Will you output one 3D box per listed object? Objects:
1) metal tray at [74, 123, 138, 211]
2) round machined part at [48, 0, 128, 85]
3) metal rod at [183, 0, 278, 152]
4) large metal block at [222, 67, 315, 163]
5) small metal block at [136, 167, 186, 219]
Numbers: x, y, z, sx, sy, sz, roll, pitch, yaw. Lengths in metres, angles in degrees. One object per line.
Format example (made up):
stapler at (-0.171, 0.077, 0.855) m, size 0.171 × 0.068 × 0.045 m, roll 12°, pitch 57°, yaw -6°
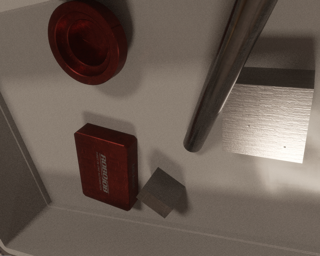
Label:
metal tray at (-0.082, 0.063, 0.485) m, size 0.090 × 0.030 × 0.129 m, roll 14°, pitch 124°, yaw 19°
round machined part at (-0.082, -0.105, 0.374) m, size 0.098 × 0.042 × 0.097 m, roll 13°, pitch 124°, yaw 20°
metal rod at (0.053, -0.044, 0.266) m, size 0.025 × 0.025 × 0.299 m, roll 29°, pitch 156°, yaw 9°
large metal block at (0.111, -0.016, 0.323) m, size 0.080 × 0.050 × 0.079 m, roll 8°, pitch 122°, yaw 23°
small metal block at (0.002, 0.092, 0.447) m, size 0.050 × 0.050 × 0.025 m, roll 36°, pitch 129°, yaw 4°
